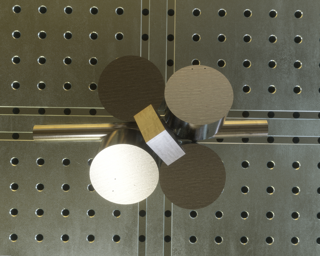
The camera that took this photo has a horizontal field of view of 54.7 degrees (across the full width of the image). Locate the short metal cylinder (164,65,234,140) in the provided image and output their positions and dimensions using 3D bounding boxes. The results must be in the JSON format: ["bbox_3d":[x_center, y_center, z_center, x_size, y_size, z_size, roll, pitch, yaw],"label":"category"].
[{"bbox_3d":[0.046,-0.030,0.384,0.081,0.050,0.080,0,67,0],"label":"short metal cylinder"}]

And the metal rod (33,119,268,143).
[{"bbox_3d":[-0.012,0.004,0.409,0.302,0.025,0.025,-1,90,0],"label":"metal rod"}]

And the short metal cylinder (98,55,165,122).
[{"bbox_3d":[-0.034,-0.048,0.397,0.081,0.050,0.079,0,90,0],"label":"short metal cylinder"}]

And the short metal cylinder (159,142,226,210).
[{"bbox_3d":[0.039,0.058,0.397,0.081,0.050,0.079,0,90,0],"label":"short metal cylinder"}]

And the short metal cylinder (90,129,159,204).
[{"bbox_3d":[-0.042,0.047,0.385,0.081,0.050,0.079,0,110,-1],"label":"short metal cylinder"}]

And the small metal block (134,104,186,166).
[{"bbox_3d":[-0.001,0.008,0.362,0.025,0.050,0.050,-35,132,6],"label":"small metal block"}]
